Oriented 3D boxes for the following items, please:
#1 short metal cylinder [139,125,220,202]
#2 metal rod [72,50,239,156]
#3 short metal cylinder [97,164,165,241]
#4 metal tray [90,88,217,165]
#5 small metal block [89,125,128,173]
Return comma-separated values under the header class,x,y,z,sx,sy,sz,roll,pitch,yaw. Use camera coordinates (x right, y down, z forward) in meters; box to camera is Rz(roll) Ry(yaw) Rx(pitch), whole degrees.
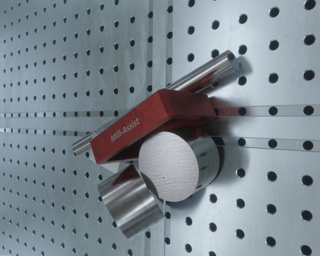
class,x,y,z,sx,sy,sz,roll,pitch,yaw
short metal cylinder,0.022,0.040,0.363,0.080,0.050,0.079,7,103,35
metal rod,-0.028,-0.020,0.427,0.299,0.025,0.025,-27,73,36
short metal cylinder,-0.036,0.092,0.389,0.050,0.080,0.080,-31,64,-9
metal tray,-0.010,0.002,0.370,0.130,0.091,0.030,-33,70,35
small metal block,-0.072,0.031,0.447,0.050,0.025,0.050,26,123,17
